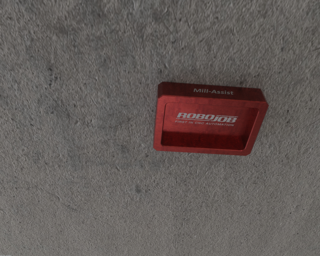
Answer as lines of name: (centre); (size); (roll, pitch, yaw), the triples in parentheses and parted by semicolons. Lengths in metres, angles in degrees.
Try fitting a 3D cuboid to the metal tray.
metal tray: (0.059, -0.009, 0.396); (0.131, 0.030, 0.089); (4, 130, -3)
